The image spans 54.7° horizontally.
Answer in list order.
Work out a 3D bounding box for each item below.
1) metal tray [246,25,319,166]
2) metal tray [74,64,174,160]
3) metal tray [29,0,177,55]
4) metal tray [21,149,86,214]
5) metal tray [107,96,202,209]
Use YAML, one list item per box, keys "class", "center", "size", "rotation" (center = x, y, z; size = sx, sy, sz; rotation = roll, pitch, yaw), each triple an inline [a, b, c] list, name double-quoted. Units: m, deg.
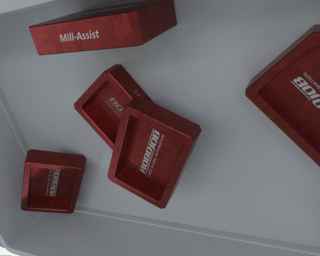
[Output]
- class: "metal tray"
  center: [0.163, -0.023, 0.304]
  size: [0.130, 0.030, 0.090]
  rotation: [43, 129, -2]
- class: "metal tray"
  center: [-0.045, -0.010, 0.423]
  size: [0.130, 0.030, 0.090]
  rotation: [49, 129, -7]
- class: "metal tray"
  center: [-0.059, -0.109, 0.330]
  size: [0.130, 0.090, 0.030]
  rotation: [3, 120, 27]
- class: "metal tray"
  center: [-0.185, 0.096, 0.532]
  size: [0.091, 0.030, 0.129]
  rotation: [9, 129, -18]
- class: "metal tray"
  center: [-0.012, 0.035, 0.393]
  size: [0.090, 0.030, 0.129]
  rotation: [27, 128, 11]
